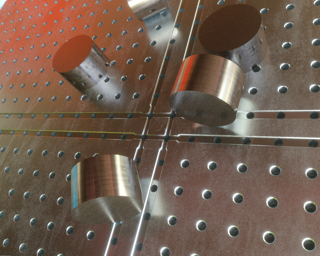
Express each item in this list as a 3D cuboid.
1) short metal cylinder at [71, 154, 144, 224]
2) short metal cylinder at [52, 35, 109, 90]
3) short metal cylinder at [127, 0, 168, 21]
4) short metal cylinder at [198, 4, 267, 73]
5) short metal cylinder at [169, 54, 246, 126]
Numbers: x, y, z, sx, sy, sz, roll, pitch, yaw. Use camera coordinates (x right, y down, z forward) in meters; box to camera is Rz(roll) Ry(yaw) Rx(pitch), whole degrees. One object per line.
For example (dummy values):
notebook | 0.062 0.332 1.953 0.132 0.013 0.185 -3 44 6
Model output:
short metal cylinder | -0.062 0.073 0.361 0.080 0.080 0.050 -23 54 15
short metal cylinder | -0.135 -0.112 0.532 0.080 0.050 0.080 -13 56 21
short metal cylinder | -0.026 -0.231 0.528 0.050 0.080 0.080 -20 54 16
short metal cylinder | 0.098 -0.117 0.412 0.080 0.050 0.080 -13 56 21
short metal cylinder | 0.056 -0.043 0.370 0.080 0.080 0.050 6 65 31
